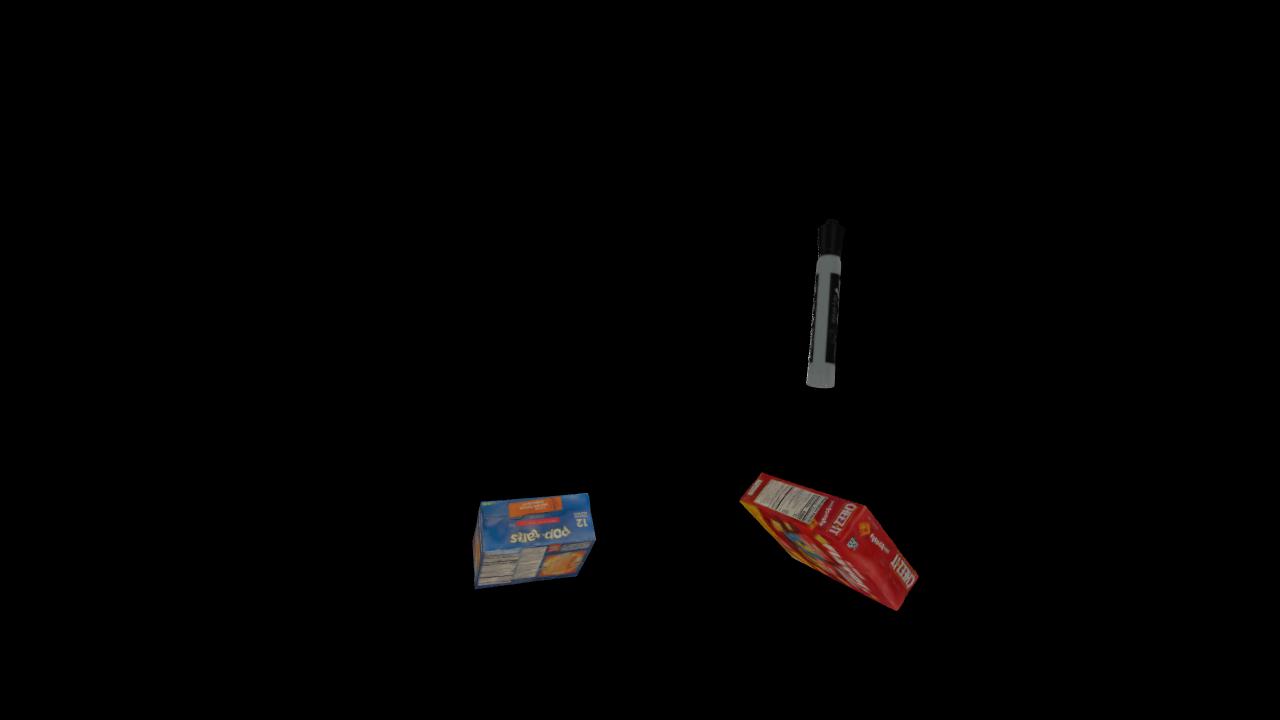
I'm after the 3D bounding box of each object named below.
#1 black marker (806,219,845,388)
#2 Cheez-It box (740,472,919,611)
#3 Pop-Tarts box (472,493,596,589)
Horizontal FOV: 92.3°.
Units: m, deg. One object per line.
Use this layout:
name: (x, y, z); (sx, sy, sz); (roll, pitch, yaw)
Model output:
black marker: (0.131, -0.041, 0.433); (0.020, 0.121, 0.020); (7, -9, 1)
Cheez-It box: (0.278, 0.265, 0.930); (0.166, 0.071, 0.223); (48, -18, -21)
Pop-Tarts box: (-0.168, 0.280, 0.954); (0.167, 0.083, 0.141); (-1, -39, -22)
